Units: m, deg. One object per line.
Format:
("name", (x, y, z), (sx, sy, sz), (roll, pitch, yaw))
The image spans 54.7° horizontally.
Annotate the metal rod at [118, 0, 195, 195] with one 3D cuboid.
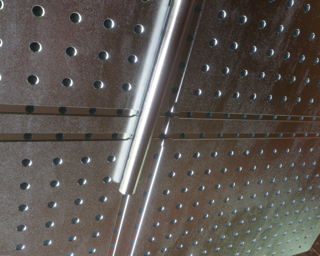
("metal rod", (-0.005, -0.043, 0.382), (0.025, 0.025, 0.298), (3, 117, -30))
